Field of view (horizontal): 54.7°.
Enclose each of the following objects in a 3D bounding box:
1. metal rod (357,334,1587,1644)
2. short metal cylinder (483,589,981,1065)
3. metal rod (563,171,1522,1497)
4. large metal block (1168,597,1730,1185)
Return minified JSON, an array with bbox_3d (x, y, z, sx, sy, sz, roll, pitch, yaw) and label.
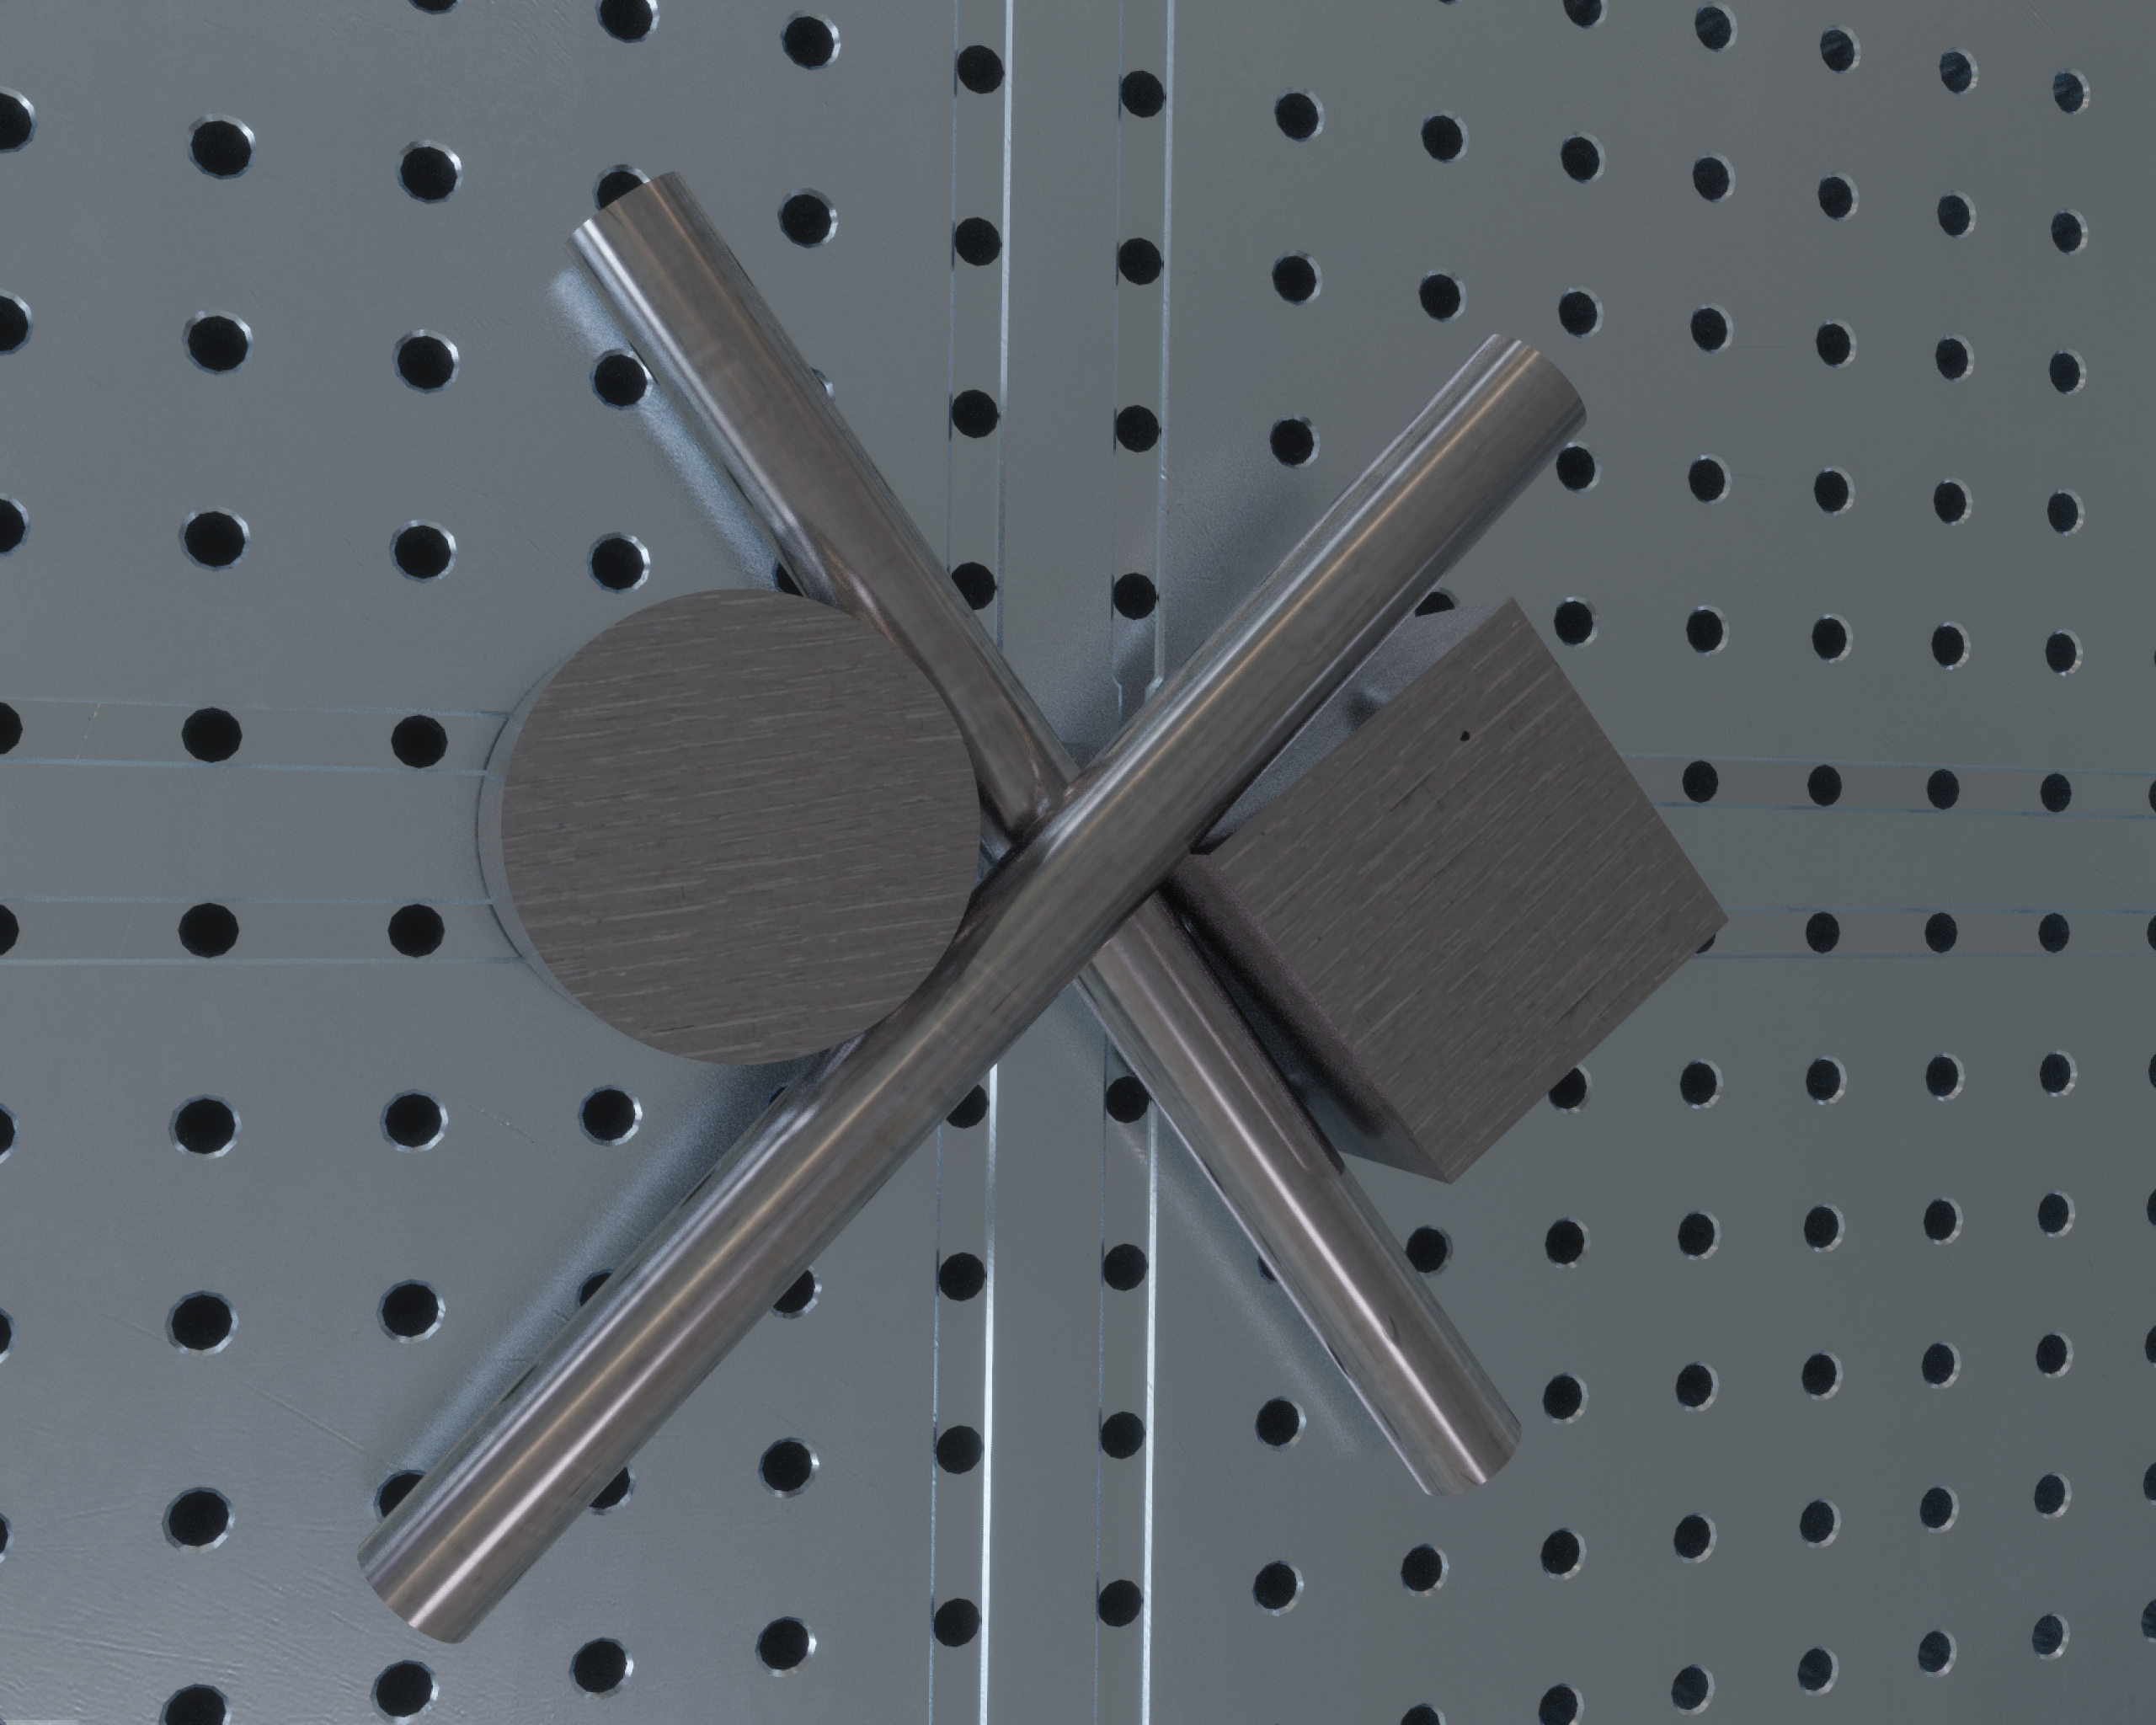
[{"bbox_3d":[-0.015,0.019,0.381,0.025,0.025,0.300,44,84,-15],"label":"metal rod"},{"bbox_3d":[-0.063,-0.006,0.372,0.081,0.050,0.079,0,90,-20],"label":"short metal cylinder"},{"bbox_3d":[0.000,0.003,0.408,0.025,0.025,0.299,-38,102,-16],"label":"metal rod"},{"bbox_3d":[0.068,0.005,0.420,0.080,0.050,0.080,-40,103,-16],"label":"large metal block"}]
